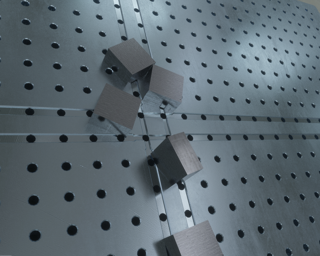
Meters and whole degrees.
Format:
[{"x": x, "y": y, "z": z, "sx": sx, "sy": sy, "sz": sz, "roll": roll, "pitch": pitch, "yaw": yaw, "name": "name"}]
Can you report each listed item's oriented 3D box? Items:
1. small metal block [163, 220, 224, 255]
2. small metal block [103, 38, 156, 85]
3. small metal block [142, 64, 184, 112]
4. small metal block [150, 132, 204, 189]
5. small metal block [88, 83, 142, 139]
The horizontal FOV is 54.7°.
[{"x": 0.039, "y": 0.138, "z": 0.347, "sx": 0.050, "sy": 0.025, "sz": 0.050, "roll": -11, "pitch": 67, "yaw": -33, "name": "small metal block"}, {"x": -0.043, "y": -0.096, "z": 0.445, "sx": 0.050, "sy": 0.025, "sz": 0.050, "roll": 49, "pitch": 51, "yaw": 5, "name": "small metal block"}, {"x": 0.005, "y": -0.058, "z": 0.448, "sx": 0.050, "sy": 0.025, "sz": 0.050, "roll": 19, "pitch": 54, "yaw": -17, "name": "small metal block"}, {"x": 0.019, "y": 0.040, "z": 0.380, "sx": 0.025, "sy": 0.050, "sz": 0.050, "roll": -16, "pitch": 70, "yaw": -35, "name": "small metal block"}, {"x": -0.056, "y": -0.022, "z": 0.392, "sx": 0.050, "sy": 0.025, "sz": 0.050, "roll": 24, "pitch": 53, "yaw": -14, "name": "small metal block"}]
